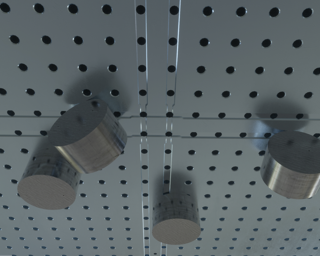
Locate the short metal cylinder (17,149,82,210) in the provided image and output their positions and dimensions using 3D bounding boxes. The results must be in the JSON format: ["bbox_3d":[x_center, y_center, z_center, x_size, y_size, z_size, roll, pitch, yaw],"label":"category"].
[{"bbox_3d":[-0.161,0.077,0.459,0.081,0.050,0.079,0,130,0],"label":"short metal cylinder"}]

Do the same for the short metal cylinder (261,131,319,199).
[{"bbox_3d":[0.182,0.048,0.418,0.081,0.080,0.050,0,130,0],"label":"short metal cylinder"}]

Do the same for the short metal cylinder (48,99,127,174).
[{"bbox_3d":[-0.088,0.009,0.382,0.080,0.080,0.050,-18,128,15],"label":"short metal cylinder"}]

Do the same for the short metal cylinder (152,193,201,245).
[{"bbox_3d":[0.027,0.156,0.528,0.081,0.050,0.079,0,130,0],"label":"short metal cylinder"}]
